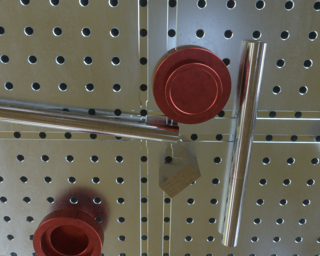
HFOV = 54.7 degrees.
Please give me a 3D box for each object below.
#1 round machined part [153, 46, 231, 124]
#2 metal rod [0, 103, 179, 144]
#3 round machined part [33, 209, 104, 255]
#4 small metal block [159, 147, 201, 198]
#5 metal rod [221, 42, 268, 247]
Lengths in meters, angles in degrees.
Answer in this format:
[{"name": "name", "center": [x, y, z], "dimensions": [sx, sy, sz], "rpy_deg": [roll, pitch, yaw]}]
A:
[{"name": "round machined part", "center": [0.040, -0.050, 0.386], "dimensions": [0.099, 0.042, 0.097], "rpy_deg": [0, 110, 0]}, {"name": "metal rod", "center": [-0.126, -0.010, 0.408], "dimensions": [0.302, 0.025, 0.025], "rpy_deg": [7, 110, -3]}, {"name": "round machined part", "center": [-0.132, 0.161, 0.462], "dimensions": [0.099, 0.042, 0.097], "rpy_deg": [0, 110, 0]}, {"name": "small metal block", "center": [0.026, 0.060, 0.422], "dimensions": [0.050, 0.050, 0.025], "rpy_deg": [-40, 106, 13]}, {"name": "metal rod", "center": [0.112, 0.036, 0.427], "dimensions": [0.025, 0.025, 0.298], "rpy_deg": [2, 110, -1]}]
